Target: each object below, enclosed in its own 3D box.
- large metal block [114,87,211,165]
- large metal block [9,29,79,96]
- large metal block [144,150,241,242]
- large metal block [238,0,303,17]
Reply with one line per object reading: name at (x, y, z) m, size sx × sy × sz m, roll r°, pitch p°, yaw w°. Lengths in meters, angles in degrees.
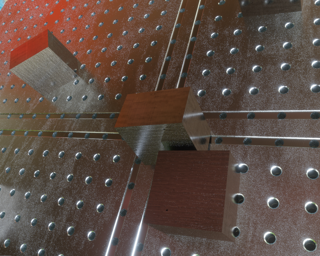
large metal block at (0.007, 0.001, 0.365) m, size 0.080 × 0.080 × 0.050 m, roll -4°, pitch 51°, yaw 26°
large metal block at (-0.204, -0.114, 0.551) m, size 0.080 × 0.080 × 0.050 m, roll -26°, pitch 53°, yaw 12°
large metal block at (0.037, 0.071, 0.330) m, size 0.080 × 0.050 × 0.080 m, roll -2°, pitch 61°, yaw 27°
large metal block at (0.160, -0.209, 0.437) m, size 0.080 × 0.050 × 0.080 m, roll 6°, pitch 64°, yaw 31°
